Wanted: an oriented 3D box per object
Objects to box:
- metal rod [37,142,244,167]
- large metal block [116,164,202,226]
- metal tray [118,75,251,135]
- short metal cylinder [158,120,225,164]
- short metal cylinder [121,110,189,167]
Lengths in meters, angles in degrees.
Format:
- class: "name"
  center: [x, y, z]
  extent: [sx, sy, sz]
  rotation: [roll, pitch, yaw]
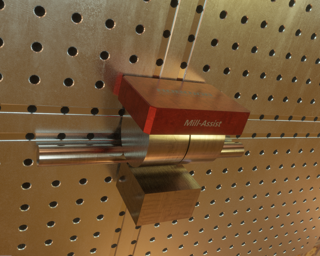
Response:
- class: "metal rod"
  center: [-0.006, 0.033, 0.424]
  extent: [0.303, 0.025, 0.025]
  rotation: [1, 118, -29]
- class: "large metal block"
  center: [-0.005, 0.079, 0.417]
  extent: [0.081, 0.080, 0.050]
  rotation: [1, 118, -29]
- class: "metal tray"
  center: [0.027, -0.026, 0.363]
  extent: [0.131, 0.090, 0.030]
  rotation: [1, 118, -29]
- class: "short metal cylinder"
  center: [0.038, 0.006, 0.397]
  extent: [0.050, 0.080, 0.079]
  rotation: [2, 118, -29]
- class: "short metal cylinder"
  center: [-0.008, 0.006, 0.371]
  extent: [0.050, 0.080, 0.079]
  rotation: [0, 118, -29]
